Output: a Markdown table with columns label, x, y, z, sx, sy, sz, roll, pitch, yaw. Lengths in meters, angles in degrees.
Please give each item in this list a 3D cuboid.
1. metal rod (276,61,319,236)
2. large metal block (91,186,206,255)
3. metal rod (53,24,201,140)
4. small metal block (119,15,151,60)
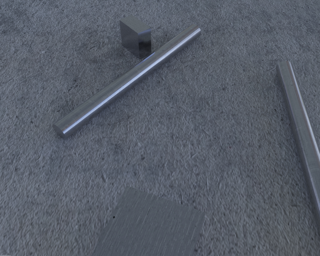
| label | x | y | z | sx | sy | sz | roll | pitch | yaw |
| --- | --- | --- | --- | --- | --- | --- | --- | --- | --- |
| metal rod | 0.184 | 0.019 | 0.389 | 0.025 | 0.025 | 0.300 | 3 | 50 | 2 |
| large metal block | -0.010 | 0.112 | 0.292 | 0.080 | 0.050 | 0.080 | 16 | 52 | 13 |
| metal rod | -0.033 | -0.083 | 0.472 | 0.025 | 0.025 | 0.301 | 32 | 57 | 24 |
| small metal block | -0.040 | -0.151 | 0.513 | 0.025 | 0.050 | 0.050 | -32 | 58 | -24 |
